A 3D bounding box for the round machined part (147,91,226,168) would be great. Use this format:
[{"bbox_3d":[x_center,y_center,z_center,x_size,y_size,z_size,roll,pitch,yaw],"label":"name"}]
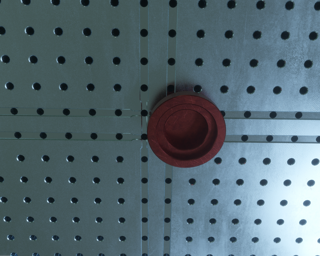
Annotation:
[{"bbox_3d":[0.033,-0.001,0.404,0.099,0.042,0.097,0,110,0],"label":"round machined part"}]
